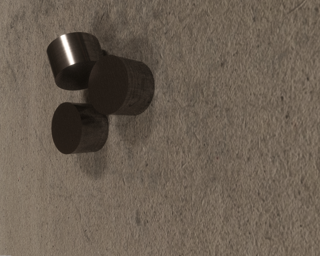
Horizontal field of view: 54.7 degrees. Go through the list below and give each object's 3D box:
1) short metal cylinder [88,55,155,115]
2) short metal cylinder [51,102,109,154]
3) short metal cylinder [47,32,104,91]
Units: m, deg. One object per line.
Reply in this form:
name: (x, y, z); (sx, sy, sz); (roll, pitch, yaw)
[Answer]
short metal cylinder: (-0.054, -0.057, 0.431); (0.080, 0.050, 0.079); (0, 90, 39)
short metal cylinder: (-0.127, 0.000, 0.491); (0.080, 0.050, 0.079); (0, 90, 39)
short metal cylinder: (-0.124, -0.099, 0.469); (0.080, 0.081, 0.050); (-33, 70, 35)
